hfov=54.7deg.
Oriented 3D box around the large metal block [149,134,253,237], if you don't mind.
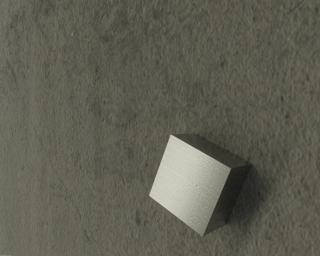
[{"bbox_3d":[0.044,0.059,0.351,0.080,0.050,0.079,30,108,35],"label":"large metal block"}]
